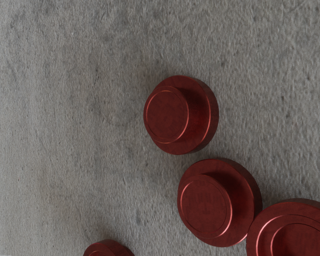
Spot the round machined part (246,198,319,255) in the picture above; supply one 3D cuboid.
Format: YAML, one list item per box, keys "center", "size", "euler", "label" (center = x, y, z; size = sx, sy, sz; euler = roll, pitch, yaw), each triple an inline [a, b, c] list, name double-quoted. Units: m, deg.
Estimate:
- center: [0.134, 0.113, 0.283]
  size: [0.098, 0.042, 0.097]
  euler: [0, 90, 39]
  label: "round machined part"

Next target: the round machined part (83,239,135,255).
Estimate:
- center: [-0.067, 0.210, 0.447]
  size: [0.098, 0.042, 0.097]
  euler: [0, 90, 39]
  label: "round machined part"

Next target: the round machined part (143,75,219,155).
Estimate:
- center: [0.018, -0.016, 0.377]
  size: [0.098, 0.042, 0.097]
  euler: [0, 90, 39]
  label: "round machined part"

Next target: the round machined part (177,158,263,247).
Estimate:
- center: [0.058, 0.083, 0.344]
  size: [0.098, 0.042, 0.097]
  euler: [0, 90, 39]
  label: "round machined part"
